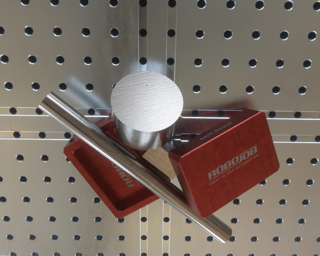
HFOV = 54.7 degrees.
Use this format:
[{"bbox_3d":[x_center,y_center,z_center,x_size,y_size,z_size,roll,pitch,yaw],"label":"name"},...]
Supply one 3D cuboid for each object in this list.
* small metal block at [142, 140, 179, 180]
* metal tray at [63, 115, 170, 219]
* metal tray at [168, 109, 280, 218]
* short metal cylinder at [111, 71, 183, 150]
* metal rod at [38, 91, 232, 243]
[{"bbox_3d":[0.005,0.033,0.407,0.050,0.050,0.025,39,106,-13],"label":"small metal block"},{"bbox_3d":[-0.055,0.053,0.425,0.090,0.030,0.130,-30,108,10],"label":"metal tray"},{"bbox_3d":[0.085,0.043,0.396,0.131,0.030,0.090,-28,110,-16],"label":"metal tray"},{"bbox_3d":[-0.017,-0.020,0.366,0.081,0.080,0.050,8,152,-3],"label":"short metal cylinder"},{"bbox_3d":[-0.021,0.058,0.399,0.301,0.025,0.025,39,105,-14],"label":"metal rod"}]
